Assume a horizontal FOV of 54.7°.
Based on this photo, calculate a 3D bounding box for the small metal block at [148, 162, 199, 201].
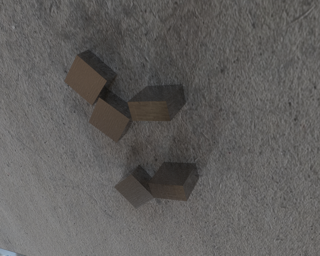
[{"bbox_3d":[0.020,0.072,0.425,0.050,0.050,0.025,-1,118,28],"label":"small metal block"}]

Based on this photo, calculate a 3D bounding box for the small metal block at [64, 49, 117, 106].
[{"bbox_3d":[-0.093,-0.067,0.415,0.050,0.025,0.050,41,129,0],"label":"small metal block"}]

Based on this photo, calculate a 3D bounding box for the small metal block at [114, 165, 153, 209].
[{"bbox_3d":[-0.035,0.092,0.482,0.050,0.025,0.050,46,129,-5],"label":"small metal block"}]

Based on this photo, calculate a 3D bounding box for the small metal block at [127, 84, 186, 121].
[{"bbox_3d":[-0.003,-0.031,0.373,0.050,0.050,0.025,1,119,27],"label":"small metal block"}]

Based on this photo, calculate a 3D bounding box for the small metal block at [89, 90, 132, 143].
[{"bbox_3d":[-0.065,-0.016,0.432,0.050,0.025,0.050,36,129,4],"label":"small metal block"}]
